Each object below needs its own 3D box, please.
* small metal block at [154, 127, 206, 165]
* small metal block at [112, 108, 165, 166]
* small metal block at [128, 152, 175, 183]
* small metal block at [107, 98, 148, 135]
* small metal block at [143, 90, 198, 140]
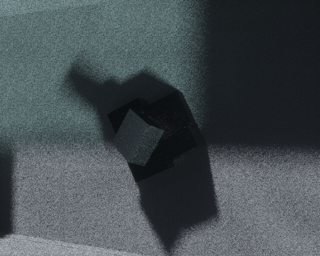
[{"bbox_3d":[0.025,0.021,0.386,0.050,0.050,0.025,-29,81,16],"label":"small metal block"},{"bbox_3d":[-0.028,0.011,0.378,0.050,0.025,0.050,40,105,50],"label":"small metal block"},{"bbox_3d":[-0.016,0.039,0.414,0.050,0.025,0.050,-26,82,17],"label":"small metal block"},{"bbox_3d":[-0.036,-0.007,0.421,0.050,0.025,0.050,-26,82,17],"label":"small metal block"},{"bbox_3d":[0.014,-0.014,0.403,0.050,0.025,0.050,-26,82,17],"label":"small metal block"}]
